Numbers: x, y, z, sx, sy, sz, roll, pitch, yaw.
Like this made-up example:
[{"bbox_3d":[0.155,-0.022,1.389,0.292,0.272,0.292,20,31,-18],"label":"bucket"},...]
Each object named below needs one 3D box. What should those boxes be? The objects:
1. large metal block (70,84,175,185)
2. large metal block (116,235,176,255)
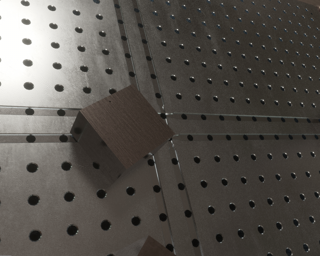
[{"bbox_3d":[-0.044,0.006,0.366,0.081,0.050,0.080,-34,81,-38],"label":"large metal block"},{"bbox_3d":[-0.025,0.150,0.269,0.050,0.080,0.080,38,51,-3],"label":"large metal block"}]
